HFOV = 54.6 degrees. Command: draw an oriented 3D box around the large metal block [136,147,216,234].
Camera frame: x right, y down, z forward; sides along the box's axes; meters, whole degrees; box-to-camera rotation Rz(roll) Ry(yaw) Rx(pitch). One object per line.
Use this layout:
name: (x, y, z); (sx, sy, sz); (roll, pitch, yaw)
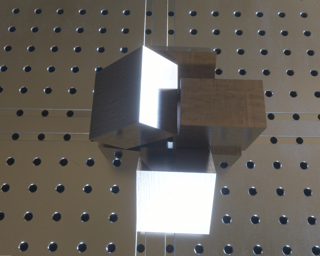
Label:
large metal block: (0.016, 0.070, 0.351); (0.080, 0.050, 0.079); (2, 115, 1)

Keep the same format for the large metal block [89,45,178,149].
large metal block: (-0.028, -0.028, 0.331); (0.080, 0.050, 0.080); (-17, 63, 42)

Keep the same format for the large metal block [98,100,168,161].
large metal block: (-0.028, -0.002, 0.400); (0.080, 0.050, 0.080); (7, 70, 2)

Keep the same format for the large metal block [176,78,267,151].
large metal block: (0.060, -0.011, 0.334); (0.080, 0.080, 0.050); (2, 70, 0)

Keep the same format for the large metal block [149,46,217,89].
large metal block: (0.026, -0.078, 0.403); (0.080, 0.080, 0.050); (2, 108, 1)

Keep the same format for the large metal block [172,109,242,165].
large metal block: (0.057, 0.001, 0.398); (0.080, 0.050, 0.080); (3, 70, 1)
